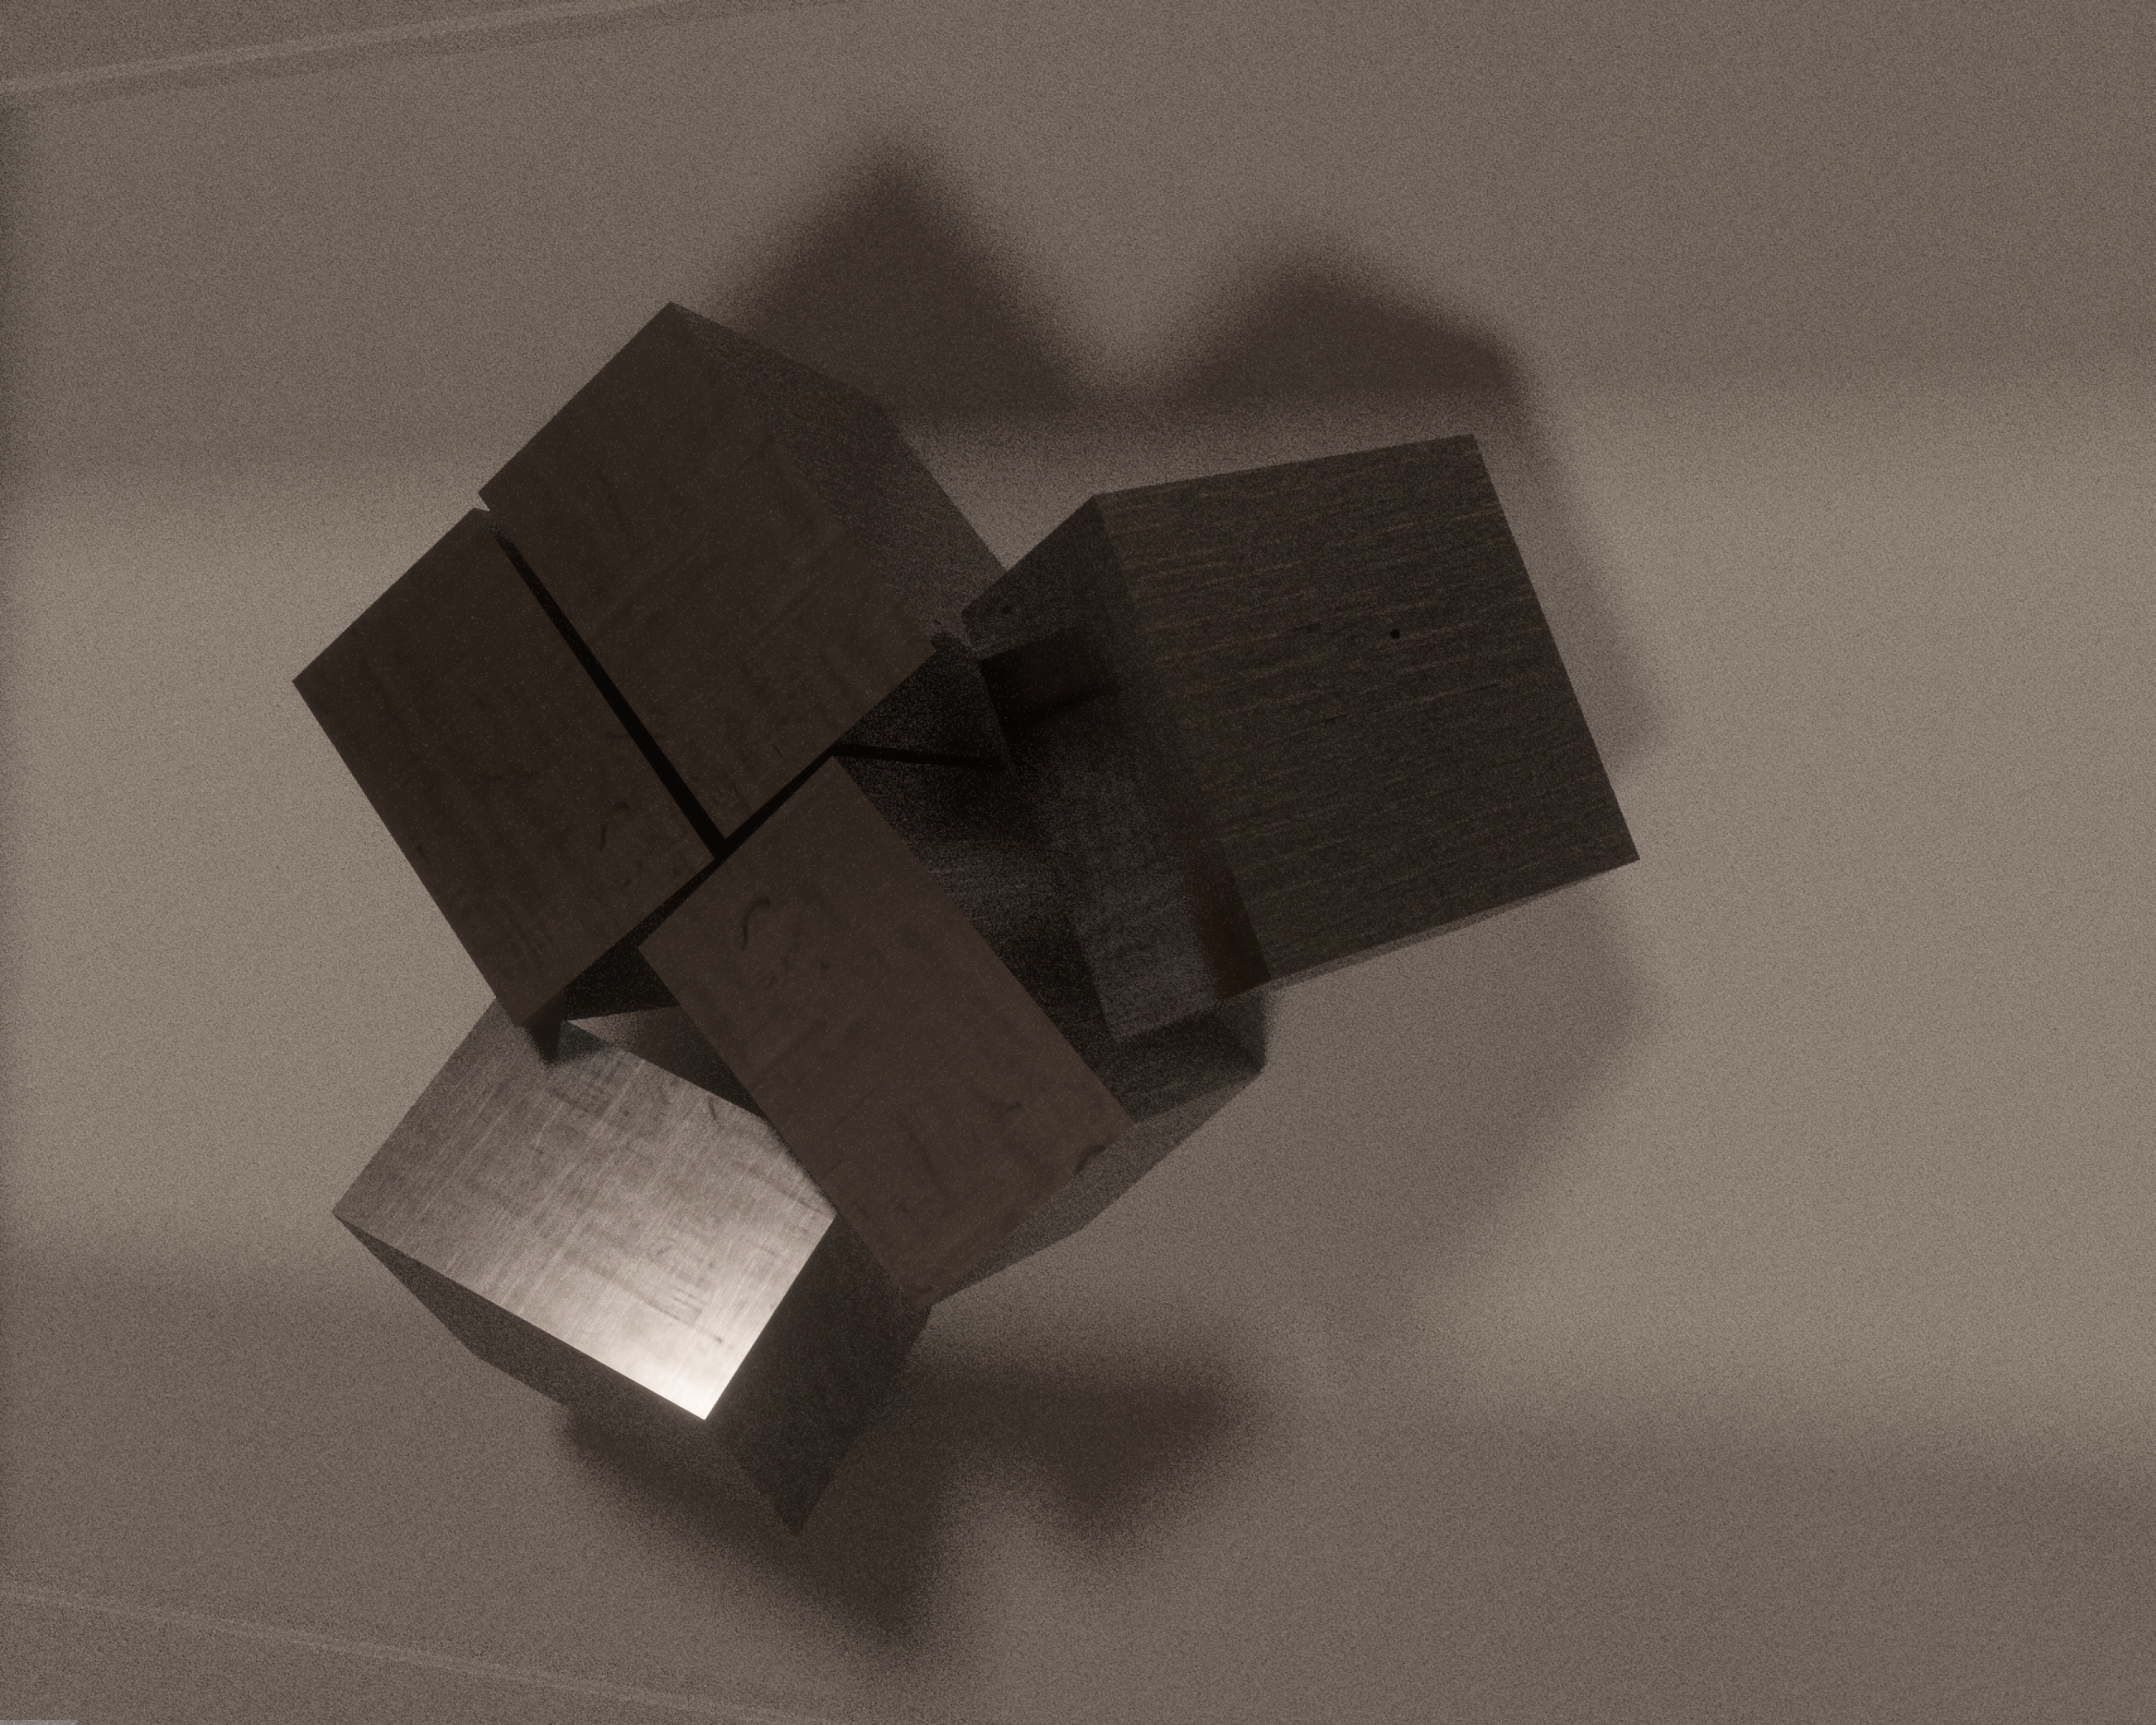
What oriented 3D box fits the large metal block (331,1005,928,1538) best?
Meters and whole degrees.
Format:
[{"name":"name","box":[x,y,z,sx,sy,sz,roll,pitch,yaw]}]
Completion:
[{"name":"large metal block","box":[-0.081,0.078,0.400,0.080,0.080,0.050,23,63,18]}]

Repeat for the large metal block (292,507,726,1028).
[{"name":"large metal block","box":[-0.091,-0.017,0.411,0.050,0.080,0.080,-39,78,16]}]

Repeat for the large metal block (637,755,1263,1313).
[{"name":"large metal block","box":[-0.020,0.028,0.385,0.050,0.080,0.080,-43,77,15]}]

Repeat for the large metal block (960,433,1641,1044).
[{"name":"large metal block","box":[0.038,-0.022,0.359,0.050,0.081,0.080,-30,77,58]}]

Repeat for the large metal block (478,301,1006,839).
[{"name":"large metal block","box":[-0.052,-0.051,0.397,0.050,0.080,0.080,-40,78,15]}]
